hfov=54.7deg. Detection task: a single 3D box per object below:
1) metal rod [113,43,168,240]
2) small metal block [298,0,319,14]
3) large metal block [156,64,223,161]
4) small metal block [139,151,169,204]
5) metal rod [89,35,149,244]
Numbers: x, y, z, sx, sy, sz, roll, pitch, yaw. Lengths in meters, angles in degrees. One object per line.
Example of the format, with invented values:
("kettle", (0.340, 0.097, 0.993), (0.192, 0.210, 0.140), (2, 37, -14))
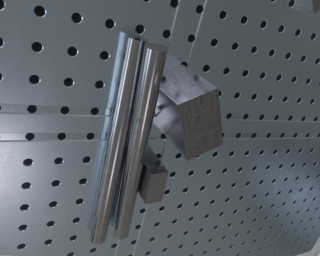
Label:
("metal rod", (-0.032, 0.039, 0.401), (0.025, 0.025, 0.298), (-5, 126, -26))
("small metal block", (0.210, -0.189, 0.409), (0.050, 0.025, 0.050), (-37, 129, -4))
("large metal block", (0.031, -0.021, 0.380), (0.050, 0.080, 0.080), (-24, 127, -14))
("small metal block", (-0.015, 0.068, 0.429), (0.025, 0.050, 0.050), (-3, 120, -27))
("metal rod", (-0.059, 0.033, 0.399), (0.025, 0.025, 0.298), (0, 119, -29))
